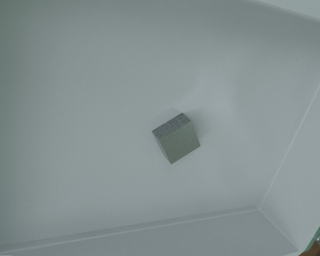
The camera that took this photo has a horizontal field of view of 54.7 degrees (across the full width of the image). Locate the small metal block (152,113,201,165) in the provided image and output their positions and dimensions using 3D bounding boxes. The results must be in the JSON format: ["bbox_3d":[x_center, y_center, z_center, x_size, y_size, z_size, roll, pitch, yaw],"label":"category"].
[{"bbox_3d":[0.023,0.015,0.433,0.050,0.025,0.050,-31,129,-8],"label":"small metal block"}]
